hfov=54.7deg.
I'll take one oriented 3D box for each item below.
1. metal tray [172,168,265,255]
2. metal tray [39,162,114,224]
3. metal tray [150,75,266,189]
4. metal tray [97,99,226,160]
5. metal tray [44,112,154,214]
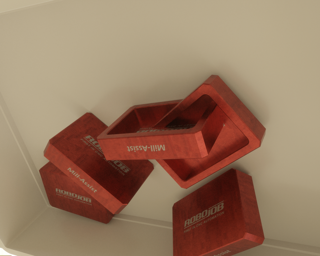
[{"bbox_3d":[0.067,0.120,0.402,0.030,0.090,0.129,25,134,-26],"label":"metal tray"},{"bbox_3d":[-0.144,0.112,0.548,0.130,0.030,0.089,10,123,22],"label":"metal tray"},{"bbox_3d":[0.046,0.010,0.372,0.090,0.030,0.129,48,129,-3],"label":"metal tray"},{"bbox_3d":[0.004,0.000,0.363,0.130,0.090,0.030,-5,117,30],"label":"metal tray"},{"bbox_3d":[-0.082,0.046,0.436,0.130,0.090,0.030,40,129,0],"label":"metal tray"}]
